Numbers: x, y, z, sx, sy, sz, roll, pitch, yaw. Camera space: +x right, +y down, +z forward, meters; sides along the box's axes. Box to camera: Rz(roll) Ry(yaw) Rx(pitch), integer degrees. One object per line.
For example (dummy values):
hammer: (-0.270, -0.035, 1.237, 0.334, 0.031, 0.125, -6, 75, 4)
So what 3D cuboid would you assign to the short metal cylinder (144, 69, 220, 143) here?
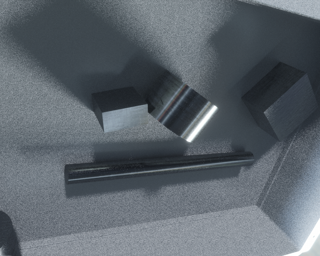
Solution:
short metal cylinder: (0.025, -0.026, 0.372, 0.080, 0.080, 0.050, 30, 102, -38)

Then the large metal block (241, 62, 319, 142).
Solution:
large metal block: (0.184, -0.039, 0.472, 0.080, 0.050, 0.080, -43, 130, 1)

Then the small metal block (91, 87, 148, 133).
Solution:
small metal block: (-0.046, -0.022, 0.353, 0.050, 0.050, 0.025, -13, 124, -20)

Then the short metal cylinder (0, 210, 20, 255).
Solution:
short metal cylinder: (-0.205, 0.137, 0.347, 0.081, 0.080, 0.050, -11, 123, -23)

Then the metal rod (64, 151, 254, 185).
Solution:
metal rod: (0.018, 0.054, 0.453, 0.303, 0.025, 0.025, -1, 119, -28)
